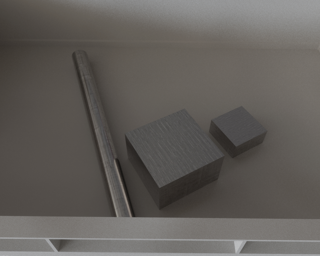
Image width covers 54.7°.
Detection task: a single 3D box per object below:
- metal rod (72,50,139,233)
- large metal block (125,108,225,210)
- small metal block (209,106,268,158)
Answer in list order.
[{"bbox_3d":[-0.082,-0.007,0.409,0.025,0.025,0.299,-14,52,-12],"label":"metal rod"},{"bbox_3d":[0.015,0.034,0.361,0.081,0.050,0.080,-23,54,-19],"label":"large metal block"},{"bbox_3d":[0.101,0.004,0.403,0.050,0.025,0.050,-24,54,-19],"label":"small metal block"}]
